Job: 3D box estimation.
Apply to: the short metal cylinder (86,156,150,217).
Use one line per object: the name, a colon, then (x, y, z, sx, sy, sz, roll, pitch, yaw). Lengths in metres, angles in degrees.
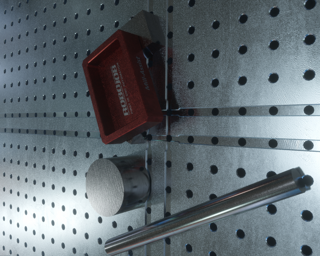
short metal cylinder: (-0.061, 0.081, 0.444, 0.080, 0.050, 0.080, 0, 90, 40)

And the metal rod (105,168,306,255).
metal rod: (0.030, 0.116, 0.384, 0.299, 0.025, 0.025, -32, 70, 35)

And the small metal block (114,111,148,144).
small metal block: (-0.041, -0.010, 0.444, 0.050, 0.025, 0.050, 31, 109, 35)

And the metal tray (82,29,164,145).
metal tray: (-0.054, -0.053, 0.418, 0.090, 0.030, 0.129, -28, 73, 36)

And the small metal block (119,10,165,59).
small metal block: (-0.026, -0.126, 0.431, 0.050, 0.025, 0.050, -26, 74, 37)
